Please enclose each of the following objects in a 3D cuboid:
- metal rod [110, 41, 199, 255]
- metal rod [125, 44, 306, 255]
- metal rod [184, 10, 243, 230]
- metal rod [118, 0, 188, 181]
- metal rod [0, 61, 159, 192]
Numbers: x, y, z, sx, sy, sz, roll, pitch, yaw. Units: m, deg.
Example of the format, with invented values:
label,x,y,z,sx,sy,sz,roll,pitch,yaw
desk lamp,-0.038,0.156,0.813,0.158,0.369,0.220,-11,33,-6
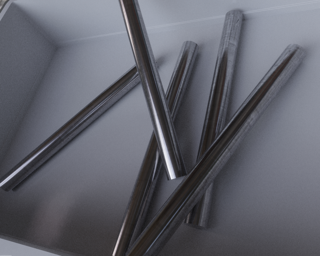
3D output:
label,x,y,z,sx,sy,sz,roll,pitch,yaw
metal rod,0.001,0.012,0.397,0.025,0.025,0.300,4,64,30
metal rod,0.071,0.017,0.333,0.025,0.025,0.301,28,69,37
metal rod,0.072,-0.029,0.385,0.025,0.025,0.300,1,62,28
metal rod,-0.018,-0.083,0.391,0.025,0.025,0.299,-19,78,17
metal rod,-0.125,-0.008,0.476,0.300,0.025,0.025,-40,51,0
